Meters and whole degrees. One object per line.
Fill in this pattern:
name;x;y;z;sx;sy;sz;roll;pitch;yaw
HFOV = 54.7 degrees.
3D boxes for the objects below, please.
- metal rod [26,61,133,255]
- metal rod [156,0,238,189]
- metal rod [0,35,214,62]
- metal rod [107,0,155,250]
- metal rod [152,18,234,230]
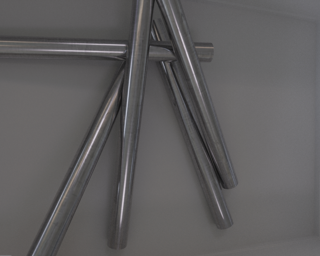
metal rod;-0.083;0.042;0.332;0.025;0.025;0.300;29;62;-18
metal rod;0.049;-0.045;0.387;0.025;0.025;0.299;-31;116;-17
metal rod;-0.082;-0.092;0.363;0.302;0.025;0.025;-2;91;-14
metal rod;-0.036;0.001;0.366;0.025;0.025;0.298;4;100;-20
metal rod;0.042;0.000;0.425;0.025;0.025;0.299;-23;98;-19
